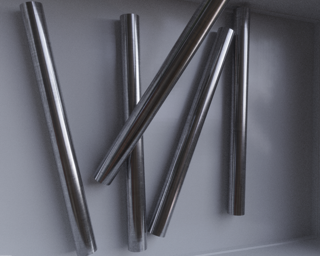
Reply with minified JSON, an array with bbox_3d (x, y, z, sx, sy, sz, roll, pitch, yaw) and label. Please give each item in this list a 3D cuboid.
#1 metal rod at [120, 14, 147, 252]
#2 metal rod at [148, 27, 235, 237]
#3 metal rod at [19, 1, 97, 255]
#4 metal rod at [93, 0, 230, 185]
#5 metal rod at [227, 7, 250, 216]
[{"bbox_3d":[-0.034,0.007,0.398,0.025,0.025,0.298,-2,91,-20],"label":"metal rod"},{"bbox_3d":[0.045,0.000,0.428,0.025,0.025,0.299,22,82,-19],"label":"metal rod"},{"bbox_3d":[-0.118,0.005,0.367,0.025,0.025,0.298,-13,95,-20],"label":"metal rod"},{"bbox_3d":[0.008,-0.058,0.352,0.025,0.025,0.299,29,104,-18],"label":"metal rod"},{"bbox_3d":[0.116,-0.024,0.454,0.025,0.025,0.298,2,89,-20],"label":"metal rod"}]
